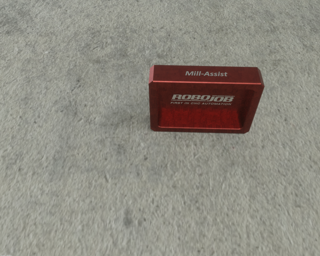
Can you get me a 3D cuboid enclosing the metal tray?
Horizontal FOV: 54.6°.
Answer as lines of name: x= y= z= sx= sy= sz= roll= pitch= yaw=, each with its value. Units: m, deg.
metal tray: x=0.053 y=-0.033 z=0.389 sx=0.131 sy=0.090 sz=0.030 roll=1 pitch=50 yaw=1
